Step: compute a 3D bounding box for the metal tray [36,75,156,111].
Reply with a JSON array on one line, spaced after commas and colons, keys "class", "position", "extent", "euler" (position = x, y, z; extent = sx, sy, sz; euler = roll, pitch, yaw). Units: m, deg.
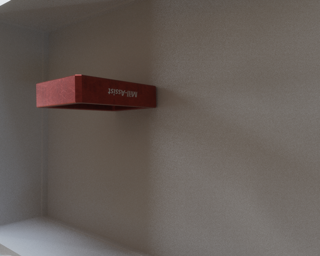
[{"class": "metal tray", "position": [-0.079, -0.041, 0.405], "extent": [0.090, 0.131, 0.030], "euler": [-2, 89, 40]}]
